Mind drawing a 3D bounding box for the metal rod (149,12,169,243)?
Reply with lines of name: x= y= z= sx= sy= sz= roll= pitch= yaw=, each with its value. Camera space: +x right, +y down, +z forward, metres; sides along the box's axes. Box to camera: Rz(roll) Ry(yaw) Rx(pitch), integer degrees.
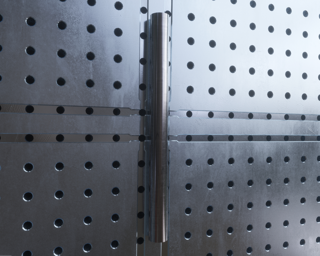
metal rod: x=-0.001 y=-0.001 z=0.413 sx=0.025 sy=0.025 sz=0.298 roll=0 pitch=90 yaw=-20
